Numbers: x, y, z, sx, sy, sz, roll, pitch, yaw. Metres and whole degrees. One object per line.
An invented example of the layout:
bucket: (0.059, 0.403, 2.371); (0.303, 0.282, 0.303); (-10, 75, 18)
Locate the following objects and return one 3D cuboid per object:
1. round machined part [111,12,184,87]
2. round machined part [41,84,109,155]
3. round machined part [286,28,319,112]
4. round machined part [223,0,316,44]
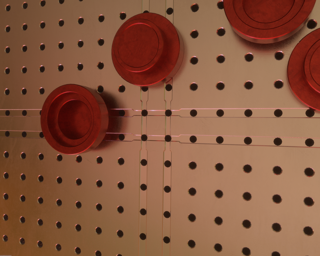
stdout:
round machined part: (-0.021, -0.104, 0.410); (0.098, 0.042, 0.097); (0, 90, 19)
round machined part: (-0.117, -0.012, 0.443); (0.098, 0.042, 0.097); (0, 90, 19)
round machined part: (0.191, -0.065, 0.336); (0.098, 0.042, 0.097); (0, 90, 19)
round machined part: (0.126, -0.146, 0.359); (0.098, 0.042, 0.097); (0, 90, 19)
